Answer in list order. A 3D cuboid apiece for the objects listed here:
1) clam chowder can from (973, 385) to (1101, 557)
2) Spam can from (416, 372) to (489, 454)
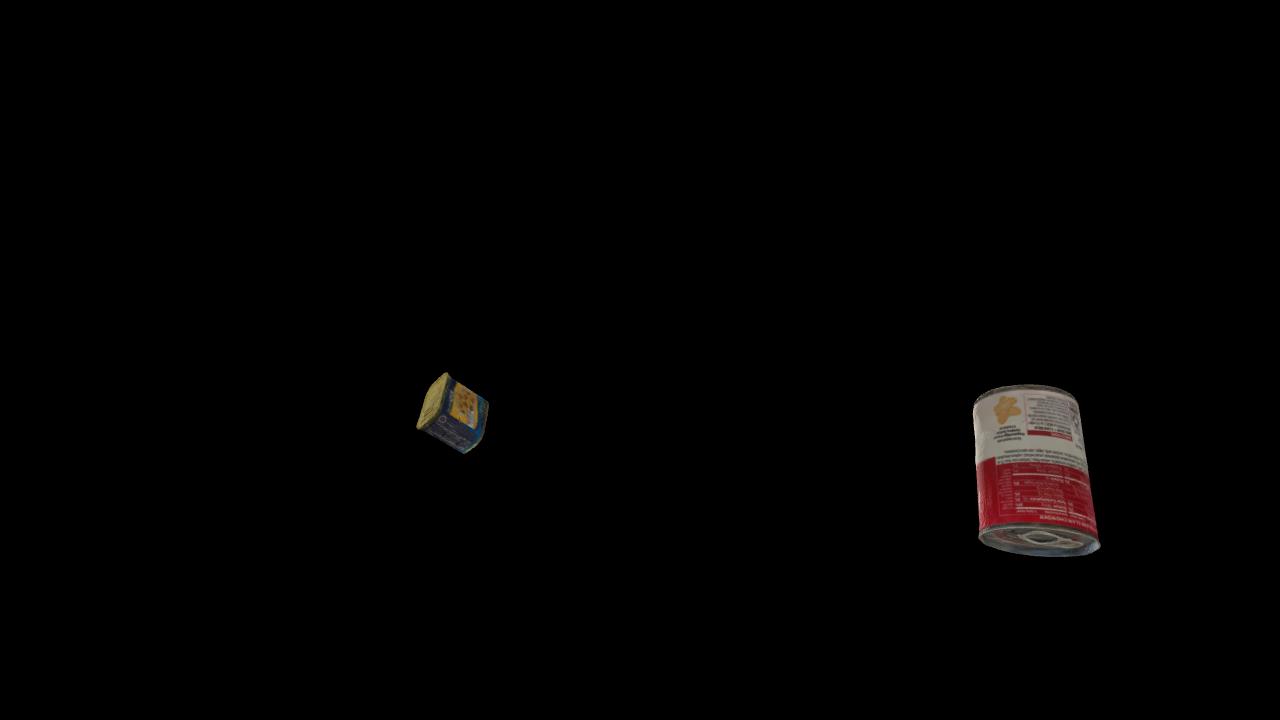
[{"bbox_3d":[0.270,0.076,0.425,0.068,0.102,0.068,10,-27,5],"label":"clam chowder can"},{"bbox_3d":[-0.285,0.083,0.948,0.058,0.101,0.085,-38,-58,23],"label":"Spam can"}]
